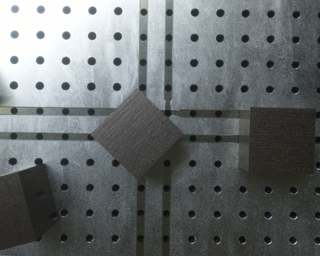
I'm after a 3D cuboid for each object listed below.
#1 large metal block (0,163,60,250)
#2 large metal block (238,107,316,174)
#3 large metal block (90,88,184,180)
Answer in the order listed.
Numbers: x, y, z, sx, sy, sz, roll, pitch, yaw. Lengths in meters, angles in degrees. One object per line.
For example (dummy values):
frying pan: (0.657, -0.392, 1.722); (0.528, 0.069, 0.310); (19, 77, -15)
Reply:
large metal block: (-0.172, 0.093, 0.384); (0.050, 0.080, 0.080); (-15, 90, 0)
large metal block: (0.149, 0.015, 0.403); (0.081, 0.050, 0.079); (2, 90, -1)
large metal block: (-0.028, 0.007, 0.401); (0.080, 0.050, 0.080); (44, 90, -1)
